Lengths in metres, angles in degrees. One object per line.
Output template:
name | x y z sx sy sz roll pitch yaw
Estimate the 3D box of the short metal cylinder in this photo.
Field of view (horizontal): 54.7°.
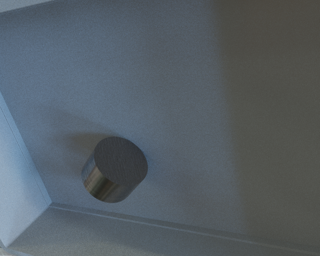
short metal cylinder | -0.065 0.059 0.442 0.080 0.080 0.050 40 129 1
